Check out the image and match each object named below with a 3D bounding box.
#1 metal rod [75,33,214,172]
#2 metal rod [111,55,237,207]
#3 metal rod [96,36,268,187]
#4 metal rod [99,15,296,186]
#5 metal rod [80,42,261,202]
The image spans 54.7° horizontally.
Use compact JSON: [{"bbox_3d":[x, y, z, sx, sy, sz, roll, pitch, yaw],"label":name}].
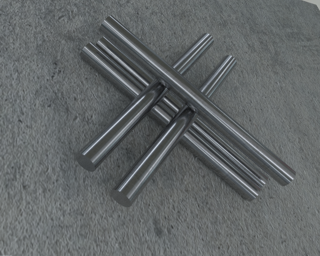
[{"bbox_3d":[0.000,-0.054,0.407,0.025,0.025,0.301,41,51,-1],"label":"metal rod"},{"bbox_3d":[0.036,-0.018,0.405,0.025,0.025,0.301,41,51,-1],"label":"metal rod"},{"bbox_3d":[0.030,-0.020,0.435,0.300,0.025,0.025,41,51,-1],"label":"metal rod"},{"bbox_3d":[0.047,-0.033,0.388,0.300,0.025,0.025,40,51,-1],"label":"metal rod"},{"bbox_3d":[0.014,-0.008,0.419,0.300,0.025,0.025,41,51,-1],"label":"metal rod"}]
